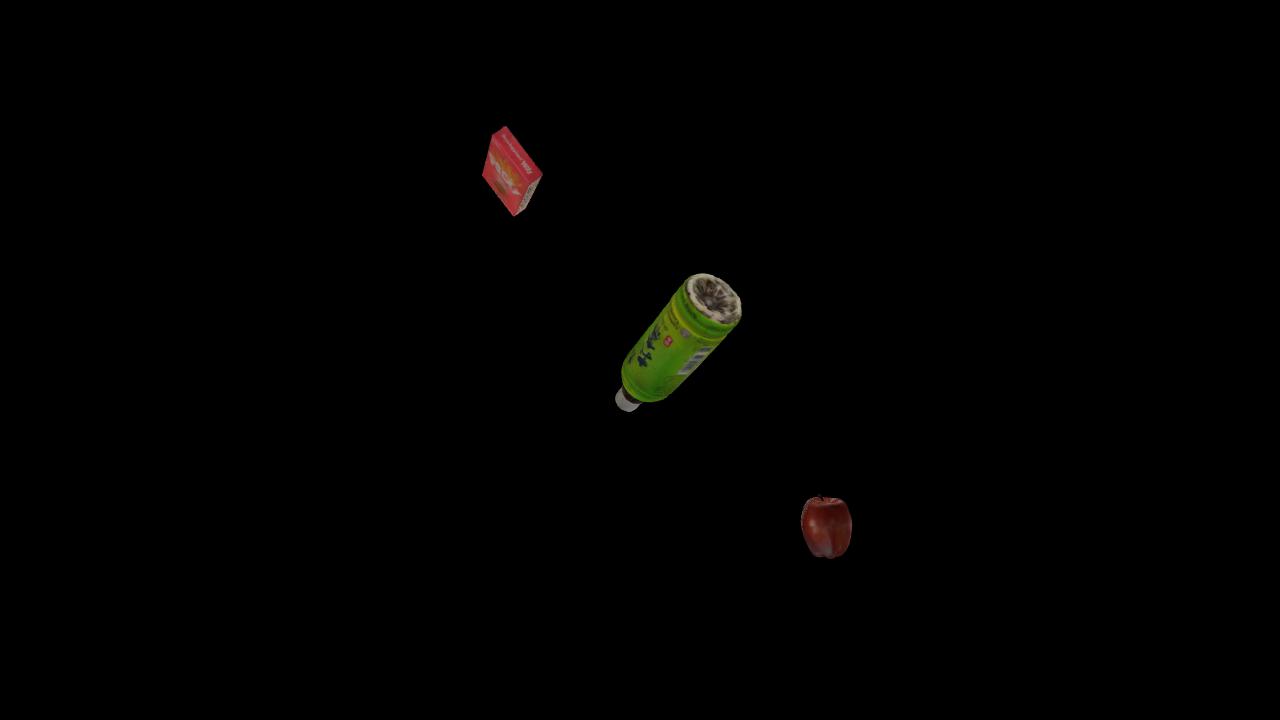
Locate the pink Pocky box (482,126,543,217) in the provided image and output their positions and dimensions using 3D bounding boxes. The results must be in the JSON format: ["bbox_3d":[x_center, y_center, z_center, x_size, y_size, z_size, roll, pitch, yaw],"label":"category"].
[{"bbox_3d":[-0.195,-0.278,0.923,0.029,0.084,0.155,-40,9,-19],"label":"pink Pocky box"}]

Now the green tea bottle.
[{"bbox_3d":[0.030,-0.005,0.688,0.073,0.073,0.212,0,-35,-33],"label":"green tea bottle"}]

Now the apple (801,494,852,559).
[{"bbox_3d":[0.282,0.251,0.935,0.079,0.093,0.079,-4,-7,-1],"label":"apple"}]
